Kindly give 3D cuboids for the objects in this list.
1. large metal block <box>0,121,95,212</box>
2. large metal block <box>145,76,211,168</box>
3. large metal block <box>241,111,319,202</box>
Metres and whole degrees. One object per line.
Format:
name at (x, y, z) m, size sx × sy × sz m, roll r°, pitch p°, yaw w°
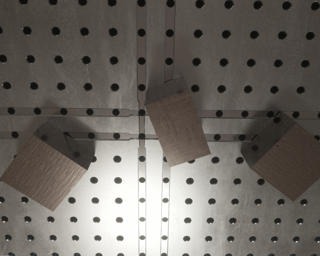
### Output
large metal block at (-0.149, 0.051, 0.417) m, size 0.080 × 0.050 × 0.080 m, roll 37°, pitch 106°, yaw -13°
large metal block at (0.021, -0.011, 0.380) m, size 0.050 × 0.080 × 0.080 m, roll -19°, pitch 109°, yaw 6°
large metal block at (0.172, 0.037, 0.416) m, size 0.080 × 0.050 × 0.080 m, roll 37°, pitch 106°, yaw -13°
